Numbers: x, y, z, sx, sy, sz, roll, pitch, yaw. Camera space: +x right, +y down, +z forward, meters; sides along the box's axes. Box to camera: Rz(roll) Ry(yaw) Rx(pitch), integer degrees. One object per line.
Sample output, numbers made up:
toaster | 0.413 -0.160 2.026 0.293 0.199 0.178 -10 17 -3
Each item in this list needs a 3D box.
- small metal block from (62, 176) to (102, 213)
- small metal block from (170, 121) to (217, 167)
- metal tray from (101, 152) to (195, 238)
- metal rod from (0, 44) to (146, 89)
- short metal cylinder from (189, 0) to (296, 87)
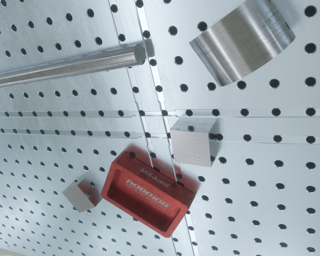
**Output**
small metal block | -0.139 0.121 0.557 0.050 0.025 0.050 -28 103 37
small metal block | 0.044 0.020 0.400 0.050 0.025 0.050 5 121 25
metal tray | -0.022 0.105 0.483 0.130 0.030 0.089 30 128 8
metal rod | -0.155 -0.081 0.440 0.300 0.025 0.025 -3 117 29
short metal cylinder | 0.074 -0.082 0.286 0.080 0.080 0.050 -29 102 37
